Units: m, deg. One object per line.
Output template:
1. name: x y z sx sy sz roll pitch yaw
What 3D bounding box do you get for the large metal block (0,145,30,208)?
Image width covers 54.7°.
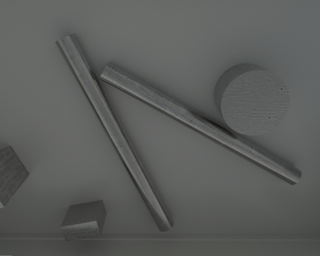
1. large metal block: -0.234 0.074 0.406 0.080 0.080 0.050 -22 109 7

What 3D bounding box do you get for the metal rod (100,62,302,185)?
1. metal rod: 0.061 -0.001 0.411 0.301 0.025 0.025 29 107 -11

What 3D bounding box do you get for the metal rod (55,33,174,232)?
1. metal rod: -0.052 0.020 0.417 0.025 0.025 0.299 -23 109 8

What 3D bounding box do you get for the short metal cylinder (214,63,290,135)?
1. short metal cylinder: 0.111 -0.037 0.386 0.081 0.050 0.079 0 110 -1

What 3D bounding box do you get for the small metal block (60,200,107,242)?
1. small metal block: -0.108 0.132 0.445 0.050 0.050 0.025 -11 110 3
